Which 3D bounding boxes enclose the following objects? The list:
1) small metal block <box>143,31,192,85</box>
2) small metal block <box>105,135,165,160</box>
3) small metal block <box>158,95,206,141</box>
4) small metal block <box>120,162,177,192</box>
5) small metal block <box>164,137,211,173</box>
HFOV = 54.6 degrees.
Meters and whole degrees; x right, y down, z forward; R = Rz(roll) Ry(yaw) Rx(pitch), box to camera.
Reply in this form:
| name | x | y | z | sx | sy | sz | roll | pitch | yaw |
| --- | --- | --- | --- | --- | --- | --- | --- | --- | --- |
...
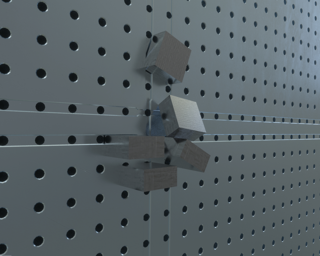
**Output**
| name | x | y | z | sx | sy | sz | roll | pitch | yaw |
| --- | --- | --- | --- | --- | --- | --- | --- | --- | --- |
| small metal block | 0.010 | -0.093 | 0.417 | 0.050 | 0.025 | 0.050 | 27 | 73 | -37 |
| small metal block | -0.030 | 0.021 | 0.367 | 0.050 | 0.050 | 0.025 | 1 | 90 | -40 |
| small metal block | 0.030 | -0.013 | 0.419 | 0.050 | 0.025 | 0.050 | 11 | 54 | -39 |
| small metal block | -0.015 | 0.058 | 0.380 | 0.050 | 0.050 | 0.025 | 0 | 91 | -40 |
| small metal block | 0.030 | 0.035 | 0.417 | 0.050 | 0.050 | 0.025 | 35 | 71 | -35 |
